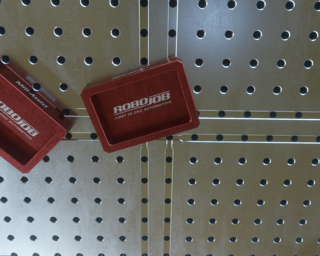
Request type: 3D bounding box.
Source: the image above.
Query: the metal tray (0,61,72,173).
[{"bbox_3d":[-0.195,-0.013,0.404,0.090,0.030,0.130,-43,105,14],"label":"metal tray"}]

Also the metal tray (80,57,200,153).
[{"bbox_3d":[-0.023,-0.028,0.399,0.130,0.030,0.090,-17,109,6],"label":"metal tray"}]
